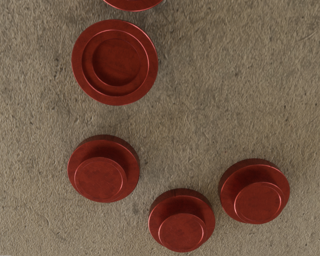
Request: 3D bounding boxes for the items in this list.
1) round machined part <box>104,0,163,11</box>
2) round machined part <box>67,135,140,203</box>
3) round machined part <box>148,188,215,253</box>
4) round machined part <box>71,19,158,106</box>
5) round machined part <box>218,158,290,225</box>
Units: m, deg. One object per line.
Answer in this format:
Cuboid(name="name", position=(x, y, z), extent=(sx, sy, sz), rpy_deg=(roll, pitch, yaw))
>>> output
Cuboid(name="round machined part", position=(-0.029, -0.178, 0.335), extent=(0.099, 0.042, 0.097), rpy_deg=(0, 110, 0))
Cuboid(name="round machined part", position=(-0.077, 0.062, 0.423), extent=(0.099, 0.042, 0.097), rpy_deg=(0, 110, 0))
Cuboid(name="round machined part", position=(0.032, 0.141, 0.453), extent=(0.099, 0.042, 0.097), rpy_deg=(0, 110, 0))
Cuboid(name="round machined part", position=(-0.051, -0.079, 0.371), extent=(0.099, 0.042, 0.097), rpy_deg=(0, 110, 0))
Cuboid(name="round machined part", position=(0.135, 0.095, 0.437), extent=(0.099, 0.042, 0.097), rpy_deg=(0, 110, 0))
